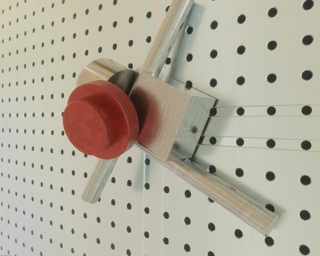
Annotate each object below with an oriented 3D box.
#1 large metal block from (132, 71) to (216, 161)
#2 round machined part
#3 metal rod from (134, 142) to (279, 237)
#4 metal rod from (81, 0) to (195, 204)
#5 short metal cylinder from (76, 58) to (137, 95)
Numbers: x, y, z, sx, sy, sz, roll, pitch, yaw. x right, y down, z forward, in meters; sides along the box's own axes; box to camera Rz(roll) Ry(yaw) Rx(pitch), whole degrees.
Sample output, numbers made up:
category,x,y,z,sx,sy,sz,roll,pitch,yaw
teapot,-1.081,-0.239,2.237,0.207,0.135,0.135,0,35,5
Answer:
category,x,y,z,sx,sy,sz,roll,pitch,yaw
large metal block,0.009,-0.016,0.380,0.080,0.050,0.079,32,110,35
round machined part,-0.078,-0.005,0.375,0.098,0.042,0.097,13,116,28
metal rod,0.008,0.036,0.400,0.300,0.025,0.025,31,109,35
metal rod,-0.035,-0.031,0.410,0.025,0.025,0.298,34,104,34
short metal cylinder,-0.067,-0.050,0.426,0.050,0.081,0.079,31,109,35
